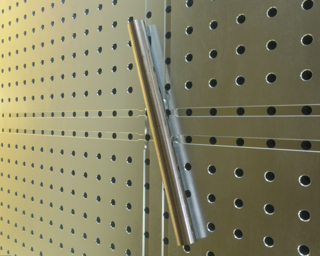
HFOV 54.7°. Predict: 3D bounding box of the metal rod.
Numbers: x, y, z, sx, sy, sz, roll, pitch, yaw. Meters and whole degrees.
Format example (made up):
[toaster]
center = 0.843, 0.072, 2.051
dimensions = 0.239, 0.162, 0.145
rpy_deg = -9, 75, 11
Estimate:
[metal rod]
center = 0.000, -0.002, 0.407
dimensions = 0.025, 0.025, 0.299
rpy_deg = -21, 77, 37
